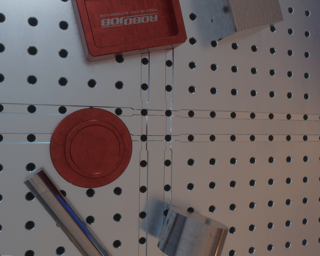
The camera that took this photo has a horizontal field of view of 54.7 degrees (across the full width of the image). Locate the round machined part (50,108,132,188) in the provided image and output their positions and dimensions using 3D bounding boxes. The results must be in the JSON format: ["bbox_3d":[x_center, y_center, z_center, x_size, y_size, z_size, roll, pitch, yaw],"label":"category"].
[{"bbox_3d":[-0.081,0.024,0.374,0.099,0.042,0.097,0,90,-20],"label":"round machined part"}]

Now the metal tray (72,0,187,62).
[{"bbox_3d":[-0.038,-0.142,0.395,0.131,0.030,0.089,-14,95,-20],"label":"metal tray"}]

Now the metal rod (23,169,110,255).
[{"bbox_3d":[-0.066,0.177,0.388,0.025,0.025,0.299,-37,102,-16],"label":"metal rod"}]

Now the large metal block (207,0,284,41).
[{"bbox_3d":[0.119,-0.178,0.443,0.081,0.050,0.080,-19,97,-19],"label":"large metal block"}]

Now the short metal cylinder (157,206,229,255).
[{"bbox_3d":[0.042,0.139,0.399,0.080,0.080,0.050,21,83,-19],"label":"short metal cylinder"}]
